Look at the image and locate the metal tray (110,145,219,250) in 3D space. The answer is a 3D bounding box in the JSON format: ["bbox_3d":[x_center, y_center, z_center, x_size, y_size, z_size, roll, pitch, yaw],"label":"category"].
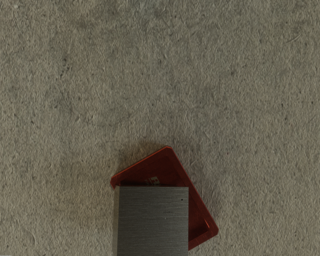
[{"bbox_3d":[0.006,0.099,0.407,0.090,0.030,0.130,-30,90,0],"label":"metal tray"}]

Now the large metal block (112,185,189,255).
[{"bbox_3d":[-0.013,0.110,0.370,0.081,0.050,0.080,3,81,-14],"label":"large metal block"}]
